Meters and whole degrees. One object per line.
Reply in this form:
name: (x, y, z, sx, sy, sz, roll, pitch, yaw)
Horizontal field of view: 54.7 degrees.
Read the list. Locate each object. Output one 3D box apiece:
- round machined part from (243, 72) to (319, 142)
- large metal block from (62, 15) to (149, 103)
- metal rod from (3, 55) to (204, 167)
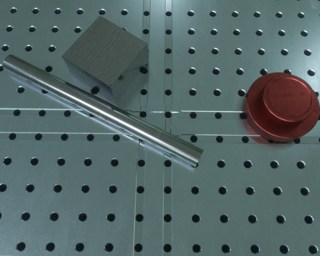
round machined part: (0.167, -0.033, 0.417, 0.099, 0.042, 0.098, 0, 70, -1)
large metal block: (-0.073, -0.095, 0.432, 0.080, 0.050, 0.080, 33, 73, 11)
metal rod: (-0.082, -0.027, 0.420, 0.301, 0.025, 0.025, 27, 72, 9)
